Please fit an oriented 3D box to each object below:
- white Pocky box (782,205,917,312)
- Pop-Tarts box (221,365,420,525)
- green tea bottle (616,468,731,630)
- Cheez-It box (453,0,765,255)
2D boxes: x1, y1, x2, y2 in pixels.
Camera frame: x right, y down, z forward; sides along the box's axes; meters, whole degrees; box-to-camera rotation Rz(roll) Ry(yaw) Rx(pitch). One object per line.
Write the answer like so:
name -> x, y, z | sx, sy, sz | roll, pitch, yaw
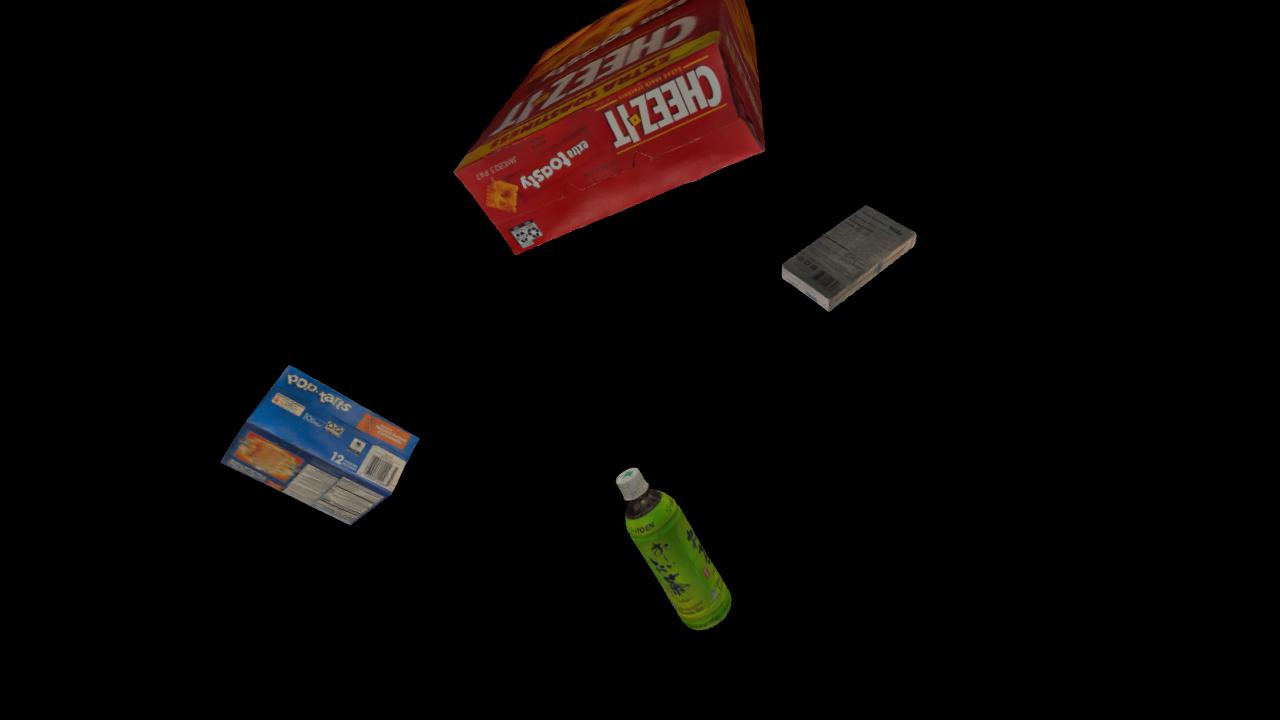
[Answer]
white Pocky box -> 0.264, -0.132, 0.781 | 0.154, 0.084, 0.028 | -36, -35, -13
Pop-Tarts box -> -0.375, 0.106, 0.726 | 0.167, 0.083, 0.141 | 36, -46, -22
green tea bottle -> 0.034, 0.221, 0.734 | 0.073, 0.212, 0.073 | -30, 14, 8
Cheez-It box -> -0.009, -0.179, 0.410 | 0.166, 0.223, 0.071 | -18, -52, 24
